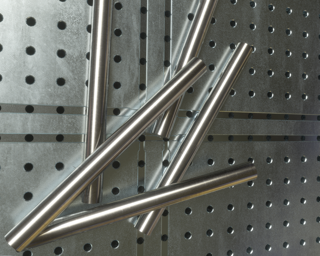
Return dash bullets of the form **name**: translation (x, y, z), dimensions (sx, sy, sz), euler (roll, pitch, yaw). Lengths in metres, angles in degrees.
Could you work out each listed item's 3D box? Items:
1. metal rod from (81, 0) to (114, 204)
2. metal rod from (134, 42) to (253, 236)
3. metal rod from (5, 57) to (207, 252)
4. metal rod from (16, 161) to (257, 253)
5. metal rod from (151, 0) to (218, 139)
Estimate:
- **metal rod**: translation (-0.076, -0.058, 0.385), dimensions (0.025, 0.025, 0.298), euler (3, 89, -20)
- **metal rod**: translation (0.051, 0.008, 0.432), dimensions (0.025, 0.025, 0.300), euler (34, 79, -17)
- **metal rod**: translation (-0.052, 0.020, 0.366), dimensions (0.301, 0.025, 0.025), euler (-45, 104, -15)
- **metal rod**: translation (-0.020, 0.093, 0.383), dimensions (0.302, 0.025, 0.025), euler (-14, 95, -12)
- **metal rod**: translation (0.051, -0.129, 0.432), dimensions (0.025, 0.025, 0.299), euler (23, 82, -19)
